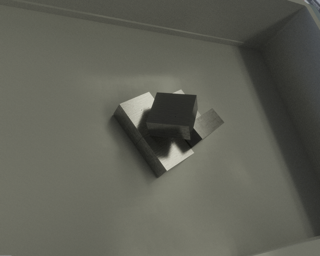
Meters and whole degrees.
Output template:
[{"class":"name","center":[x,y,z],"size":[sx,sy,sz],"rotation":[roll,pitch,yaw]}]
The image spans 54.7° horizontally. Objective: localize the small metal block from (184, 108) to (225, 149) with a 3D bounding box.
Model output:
[{"class":"small metal block","center":[0.050,0.005,0.413],"size":[0.050,0.050,0.025],"rotation":[-32,80,-39]}]

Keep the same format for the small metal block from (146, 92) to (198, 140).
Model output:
[{"class":"small metal block","center":[0.016,-0.015,0.375],"size":[0.050,0.025,0.050],"rotation":[6,51,15]}]

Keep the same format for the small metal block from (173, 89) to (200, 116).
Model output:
[{"class":"small metal block","center":[0.022,-0.020,0.429],"size":[0.050,0.025,0.050],"rotation":[-28,77,-38]}]

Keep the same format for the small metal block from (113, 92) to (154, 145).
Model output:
[{"class":"small metal block","center":[-0.023,-0.013,0.401],"size":[0.050,0.025,0.050],"rotation":[-28,77,-38]}]

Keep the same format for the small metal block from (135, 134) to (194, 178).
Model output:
[{"class":"small metal block","center":[0.006,0.027,0.392],"size":[0.050,0.025,0.050],"rotation":[-28,77,-38]}]
